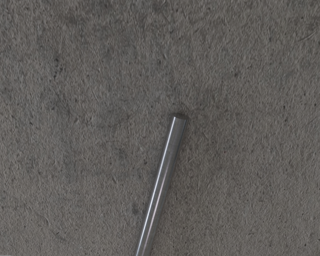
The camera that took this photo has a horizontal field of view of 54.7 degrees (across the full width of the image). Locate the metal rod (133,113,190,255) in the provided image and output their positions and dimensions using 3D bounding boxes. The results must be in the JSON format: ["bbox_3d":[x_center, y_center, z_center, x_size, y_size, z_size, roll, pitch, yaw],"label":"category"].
[{"bbox_3d":[-0.008,0.120,0.454,0.025,0.025,0.298,13,110,-5],"label":"metal rod"}]
